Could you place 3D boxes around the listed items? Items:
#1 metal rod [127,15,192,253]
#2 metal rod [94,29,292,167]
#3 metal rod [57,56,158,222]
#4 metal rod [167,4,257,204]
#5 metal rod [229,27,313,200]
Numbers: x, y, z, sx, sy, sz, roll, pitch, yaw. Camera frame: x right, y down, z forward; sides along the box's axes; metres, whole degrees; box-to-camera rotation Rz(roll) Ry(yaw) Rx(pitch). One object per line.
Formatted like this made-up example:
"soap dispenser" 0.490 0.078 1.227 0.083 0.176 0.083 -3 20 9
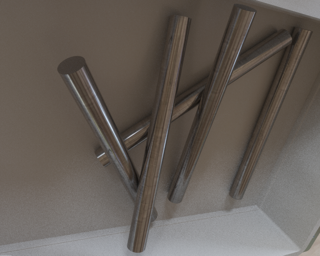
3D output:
"metal rod" -0.004 0.018 0.382 0.025 0.025 0.298 3 106 -30
"metal rod" 0.048 -0.043 0.410 0.301 0.025 0.025 -34 129 -7
"metal rod" -0.046 0.041 0.376 0.025 0.025 0.299 -29 139 -10
"metal rod" 0.057 -0.008 0.408 0.025 0.025 0.298 -5 129 -27
"metal rod" 0.170 -0.008 0.499 0.025 0.025 0.298 -1 119 -29
